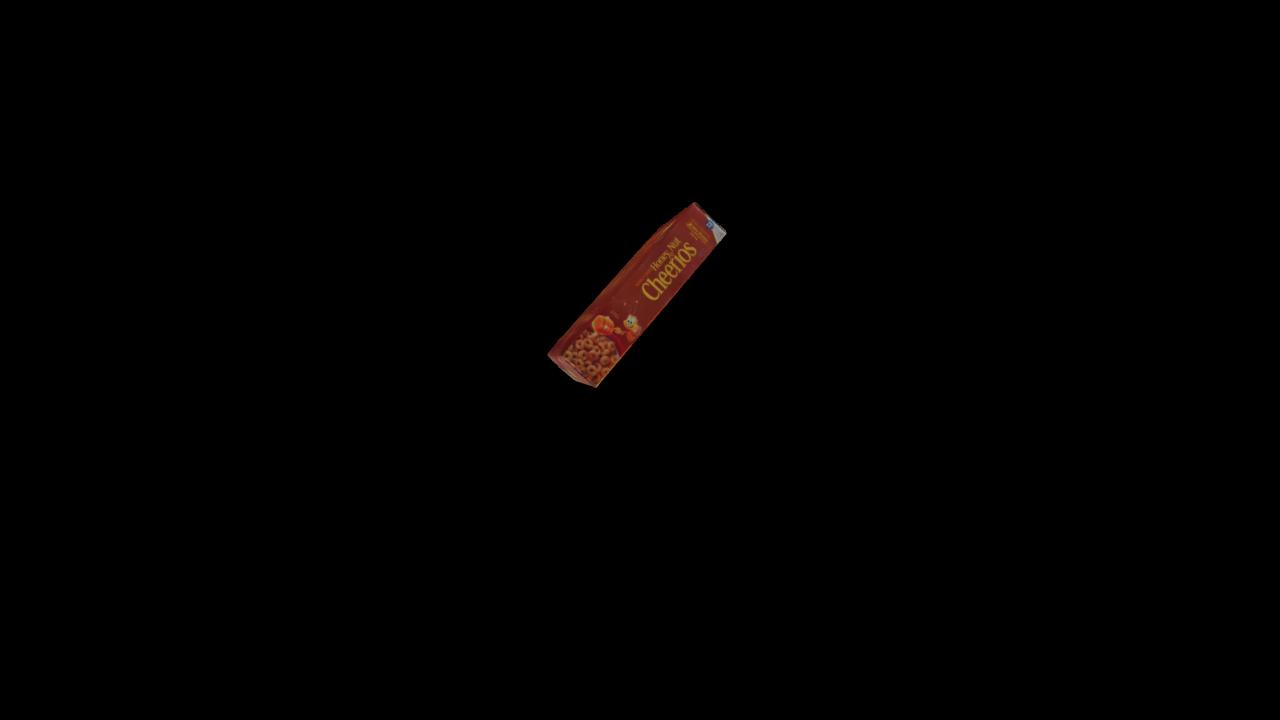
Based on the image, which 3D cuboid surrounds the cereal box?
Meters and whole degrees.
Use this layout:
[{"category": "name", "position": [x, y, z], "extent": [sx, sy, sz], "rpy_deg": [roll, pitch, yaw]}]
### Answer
[{"category": "cereal box", "position": [-0.013, -0.097, 0.970], "extent": [0.081, 0.306, 0.203], "rpy_deg": [42, -9, -11]}]
